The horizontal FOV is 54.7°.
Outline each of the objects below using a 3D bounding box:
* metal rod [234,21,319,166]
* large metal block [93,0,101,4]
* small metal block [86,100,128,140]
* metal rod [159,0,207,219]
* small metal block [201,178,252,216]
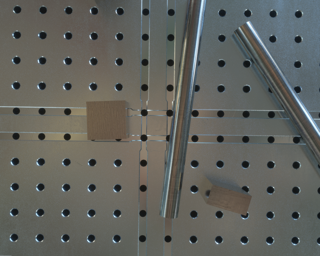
[{"bbox_3d":[0.191,-0.010,0.414,0.025,0.025,0.299,-33,90,0],"label":"metal rod"},{"bbox_3d":[-0.096,-0.215,0.385,0.050,0.080,0.080,-43,90,0],"label":"large metal block"},{"bbox_3d":[-0.069,-0.010,0.413,0.050,0.025,0.050,-2,90,0],"label":"small metal block"},{"bbox_3d":[0.031,-0.031,0.413,0.025,0.025,0.298,8,90,0],"label":"metal rod"},{"bbox_3d":[0.084,0.088,0.401,0.050,0.050,0.025,17,90,0],"label":"small metal block"}]
